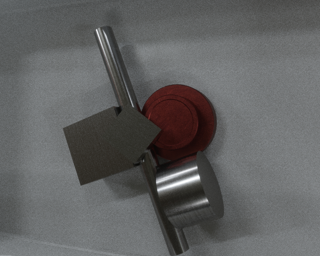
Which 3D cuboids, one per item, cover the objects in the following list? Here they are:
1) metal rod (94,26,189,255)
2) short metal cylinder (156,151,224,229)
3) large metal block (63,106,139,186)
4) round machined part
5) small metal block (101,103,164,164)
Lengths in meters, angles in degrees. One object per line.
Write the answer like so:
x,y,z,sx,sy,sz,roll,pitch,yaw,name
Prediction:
-0.026,0.011,0.395,0.025,0.025,0.299,-22,83,18,metal rod
0.037,0.073,0.366,0.050,0.080,0.080,-22,83,18,short metal cylinder
-0.072,0.024,0.417,0.080,0.050,0.080,-21,83,18,large metal block
0.019,-0.007,0.392,0.098,0.042,0.097,0,90,19,round machined part
-0.032,0.007,0.368,0.050,0.025,0.050,38,91,8,small metal block
